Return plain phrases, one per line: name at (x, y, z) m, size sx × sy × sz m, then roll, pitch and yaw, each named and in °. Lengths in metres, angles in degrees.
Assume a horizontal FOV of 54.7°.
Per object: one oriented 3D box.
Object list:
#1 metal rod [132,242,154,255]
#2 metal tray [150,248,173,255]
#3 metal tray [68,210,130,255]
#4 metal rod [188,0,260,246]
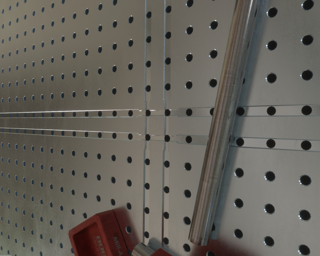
metal rod at (0.081, 0.215, 0.341) m, size 0.300 × 0.025 × 0.025 m, roll 21°, pitch 103°, yaw 37°
metal tray at (0.025, 0.213, 0.354) m, size 0.090 × 0.030 × 0.129 m, roll 18°, pitch 122°, yaw 39°
metal tray at (-0.088, 0.204, 0.475) m, size 0.090 × 0.030 × 0.130 m, roll -37°, pitch 68°, yaw 33°
metal rod at (0.072, -0.011, 0.348) m, size 0.025 × 0.025 × 0.298 m, roll 17°, pitch 100°, yaw 38°
